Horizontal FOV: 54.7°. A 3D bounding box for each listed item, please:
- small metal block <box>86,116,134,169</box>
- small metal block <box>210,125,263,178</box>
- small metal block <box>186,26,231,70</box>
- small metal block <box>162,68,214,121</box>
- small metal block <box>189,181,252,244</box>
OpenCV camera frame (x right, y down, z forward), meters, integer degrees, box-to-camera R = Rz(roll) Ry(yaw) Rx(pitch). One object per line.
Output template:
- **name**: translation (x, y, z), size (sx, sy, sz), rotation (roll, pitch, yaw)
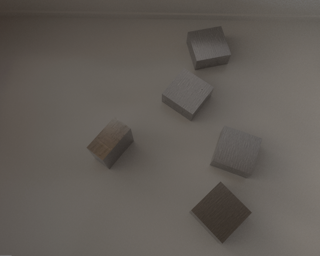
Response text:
- **small metal block**: translation (-0.060, 0.020, 0.388), size (0.025, 0.050, 0.050), rotation (36, 74, 12)
- **small metal block**: translation (0.098, 0.031, 0.400), size (0.050, 0.025, 0.050), rotation (20, 71, 7)
- **small metal block**: translation (0.070, -0.117, 0.453), size (0.050, 0.025, 0.050), rotation (-12, 71, -5)
- **small metal block**: translation (0.038, -0.046, 0.427), size (0.050, 0.025, 0.050), rotation (35, 73, 11)
- **small metal block**: translation (0.072, 0.102, 0.373), size (0.050, 0.025, 0.050), rotation (-41, 75, -14)
